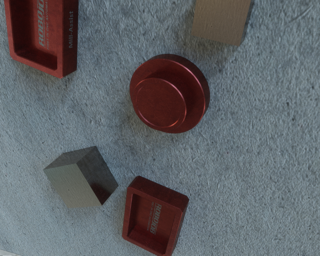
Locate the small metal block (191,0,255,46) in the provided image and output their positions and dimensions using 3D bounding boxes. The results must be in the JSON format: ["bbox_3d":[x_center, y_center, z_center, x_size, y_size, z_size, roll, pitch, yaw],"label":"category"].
[{"bbox_3d":[0.062,-0.113,0.303,0.050,0.025,0.050,19,126,17],"label":"small metal block"}]

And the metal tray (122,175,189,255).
[{"bbox_3d":[-0.011,0.146,0.498,0.090,0.030,0.129,21,126,15],"label":"metal tray"}]

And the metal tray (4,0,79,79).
[{"bbox_3d":[-0.151,-0.138,0.395,0.090,0.030,0.129,23,127,14],"label":"metal tray"}]

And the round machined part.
[{"bbox_3d":[0.006,-0.035,0.370,0.098,0.042,0.097,13,124,20],"label":"round machined part"}]

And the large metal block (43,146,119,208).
[{"bbox_3d":[-0.128,0.082,0.507,0.080,0.050,0.080,-13,112,33],"label":"large metal block"}]
